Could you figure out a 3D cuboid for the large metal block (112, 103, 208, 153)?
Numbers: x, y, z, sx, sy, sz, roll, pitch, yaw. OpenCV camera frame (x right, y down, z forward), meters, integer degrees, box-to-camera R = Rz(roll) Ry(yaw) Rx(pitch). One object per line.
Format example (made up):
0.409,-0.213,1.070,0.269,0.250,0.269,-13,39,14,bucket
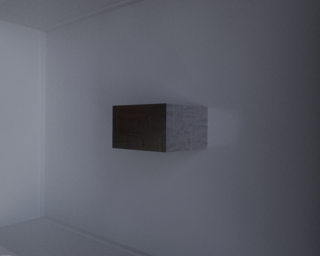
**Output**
0.001,-0.001,0.368,0.080,0.081,0.050,1,91,39,large metal block
